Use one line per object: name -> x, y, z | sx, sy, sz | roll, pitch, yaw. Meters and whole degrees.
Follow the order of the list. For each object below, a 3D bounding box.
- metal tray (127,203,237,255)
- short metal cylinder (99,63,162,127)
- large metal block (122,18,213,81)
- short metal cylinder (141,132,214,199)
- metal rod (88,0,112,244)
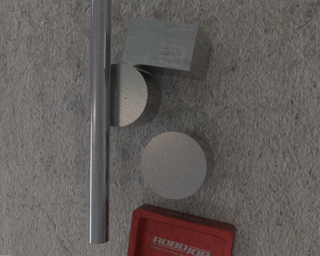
metal tray -> 0.025, 0.157, 0.397 | 0.130, 0.030, 0.089 | 8, 93, 19
short metal cylinder -> -0.044, -0.041, 0.411 | 0.080, 0.050, 0.079 | 0, 90, 20
large metal block -> 0.012, -0.092, 0.375 | 0.080, 0.080, 0.050 | 12, 94, 19
short metal cylinder -> 0.024, 0.044, 0.387 | 0.080, 0.050, 0.079 | 0, 90, 20
metal rod -> -0.074, -0.010, 0.381 | 0.025, 0.025, 0.298 | 1, 91, 20
